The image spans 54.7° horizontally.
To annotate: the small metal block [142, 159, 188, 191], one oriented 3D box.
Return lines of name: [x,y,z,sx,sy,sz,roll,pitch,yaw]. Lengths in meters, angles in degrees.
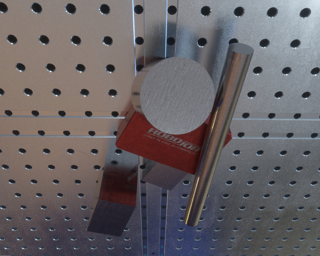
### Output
small metal block: [0.007,0.063,0.466,0.050,0.025,0.050,24,126,-20]

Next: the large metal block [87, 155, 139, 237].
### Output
large metal block: [-0.069,0.101,0.461,0.050,0.080,0.079,15,129,-13]

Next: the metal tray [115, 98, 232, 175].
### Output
metal tray: [0.018,0.008,0.416,0.131,0.030,0.089,22,127,-18]

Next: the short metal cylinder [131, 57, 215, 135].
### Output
short metal cylinder: [0.012,-0.036,0.341,0.081,0.050,0.079,-3,100,-15]

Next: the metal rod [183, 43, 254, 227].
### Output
metal rod: [0.065,0.034,0.401,0.025,0.025,0.298,4,130,-4]
